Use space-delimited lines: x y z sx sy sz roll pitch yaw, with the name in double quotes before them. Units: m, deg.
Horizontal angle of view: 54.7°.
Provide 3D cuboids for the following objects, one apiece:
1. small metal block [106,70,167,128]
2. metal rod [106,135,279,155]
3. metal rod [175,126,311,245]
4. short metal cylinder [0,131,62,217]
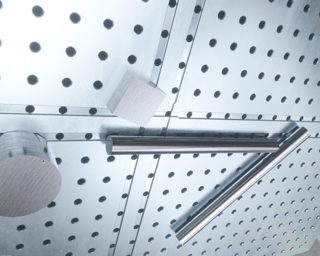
"small metal block" -0.029 -0.034 0.376 0.050 0.025 0.050 24 105 -37
"metal rod" 0.067 0.026 0.465 0.303 0.025 0.025 2 118 -30
"metal rod" 0.149 0.103 0.559 0.300 0.025 0.025 -40 130 -1
"short metal cylinder" -0.155 0.050 0.341 0.081 0.050 0.079 -15 125 -22
